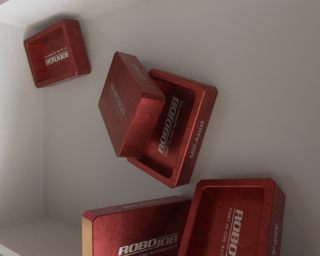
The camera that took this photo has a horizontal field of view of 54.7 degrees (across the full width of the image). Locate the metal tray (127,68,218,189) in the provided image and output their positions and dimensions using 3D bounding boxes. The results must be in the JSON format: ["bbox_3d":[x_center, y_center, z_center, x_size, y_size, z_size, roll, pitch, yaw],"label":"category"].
[{"bbox_3d":[0.011,-0.001,0.394,0.090,0.030,0.129,26,106,37],"label":"metal tray"}]

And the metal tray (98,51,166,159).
[{"bbox_3d":[-0.043,-0.033,0.403,0.089,0.030,0.130,-66,32,26],"label":"metal tray"}]

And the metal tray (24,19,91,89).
[{"bbox_3d":[-0.182,-0.125,0.541,0.130,0.030,0.089,-7,99,39],"label":"metal tray"}]

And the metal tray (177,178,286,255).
[{"bbox_3d":[0.066,0.114,0.302,0.090,0.030,0.130,-9,48,39],"label":"metal tray"}]

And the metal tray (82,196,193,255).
[{"bbox_3d":[-0.020,0.132,0.353,0.030,0.131,0.089,-3,88,56],"label":"metal tray"}]
